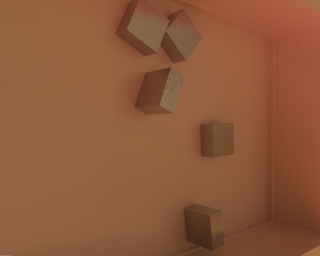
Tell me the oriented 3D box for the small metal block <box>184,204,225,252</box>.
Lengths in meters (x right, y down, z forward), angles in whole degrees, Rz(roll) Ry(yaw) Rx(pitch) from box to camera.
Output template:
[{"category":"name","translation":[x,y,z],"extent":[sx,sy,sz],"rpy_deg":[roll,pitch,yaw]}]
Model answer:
[{"category":"small metal block","translation":[0.063,0.142,0.446],"extent":[0.025,0.050,0.050],"rpy_deg":[-10,97,-40]}]

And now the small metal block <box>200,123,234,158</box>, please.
[{"category":"small metal block","translation":[0.090,0.018,0.485],"extent":[0.050,0.025,0.050],"rpy_deg":[-4,93,-40]}]

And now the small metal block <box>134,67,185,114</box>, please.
[{"category":"small metal block","translation":[-0.001,-0.045,0.391],"extent":[0.025,0.050,0.050],"rpy_deg":[27,73,-37]}]

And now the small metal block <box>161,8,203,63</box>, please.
[{"category":"small metal block","translation":[0.026,-0.127,0.430],"extent":[0.050,0.025,0.050],"rpy_deg":[49,61,-29]}]

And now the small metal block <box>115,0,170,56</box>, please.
[{"category":"small metal block","translation":[-0.021,-0.127,0.390],"extent":[0.050,0.025,0.050],"rpy_deg":[30,71,-36]}]
